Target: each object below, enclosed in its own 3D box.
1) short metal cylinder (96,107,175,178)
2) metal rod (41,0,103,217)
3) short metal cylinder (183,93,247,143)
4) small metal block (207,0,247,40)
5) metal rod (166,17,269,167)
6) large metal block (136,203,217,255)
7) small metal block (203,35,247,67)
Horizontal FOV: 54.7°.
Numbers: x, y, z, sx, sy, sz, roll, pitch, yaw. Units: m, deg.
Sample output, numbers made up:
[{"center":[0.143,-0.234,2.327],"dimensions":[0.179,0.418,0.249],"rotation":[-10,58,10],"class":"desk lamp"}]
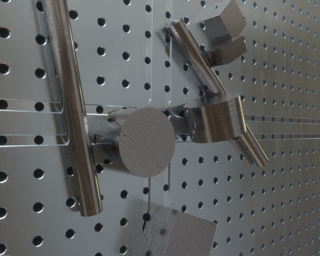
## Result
[{"center":[-0.028,0.016,0.369],"dimensions":[0.081,0.050,0.080],"rotation":[0,90,-40],"class":"short metal cylinder"},{"center":[-0.097,-0.053,0.327],"dimensions":[0.025,0.025,0.298],"rotation":[-14,99,-39],"class":"metal rod"},{"center":[0.078,-0.015,0.438],"dimensions":[0.081,0.080,0.050],"rotation":[-23,105,-38],"class":"short metal cylinder"},{"center":[0.109,-0.171,0.500],"dimensions":[0.050,0.025,0.050],"rotation":[51,60,-28],"class":"small metal block"},{"center":[0.102,-0.041,0.494],"dimensions":[0.300,0.025,0.025],"rotation":[51,60,-28],"class":"metal rod"},{"center":[0.022,0.153,0.412],"dimensions":[0.080,0.050,0.080],"rotation":[29,72,-36],"class":"large metal block"},{"center":[0.095,-0.115,0.472],"dimensions":[0.050,0.050,0.025],"rotation":[-37,113,-34],"class":"small metal block"}]
